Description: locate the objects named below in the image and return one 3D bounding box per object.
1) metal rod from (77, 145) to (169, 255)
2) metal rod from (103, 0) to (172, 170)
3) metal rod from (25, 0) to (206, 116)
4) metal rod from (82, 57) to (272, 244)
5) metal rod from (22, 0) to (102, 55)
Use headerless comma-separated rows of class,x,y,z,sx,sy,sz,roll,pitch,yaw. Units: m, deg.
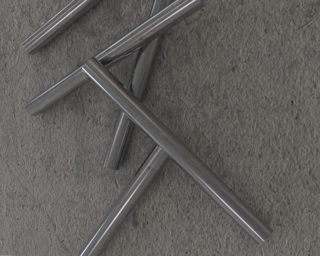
metal rod,-0.074,0.141,0.434,0.025,0.025,0.299,38,102,16
metal rod,-0.022,-0.087,0.416,0.025,0.025,0.298,20,97,19
metal rod,-0.076,-0.090,0.416,0.300,0.025,0.025,-26,81,25
metal rod,0.016,0.024,0.381,0.300,0.025,0.025,44,104,6
metal rod,-0.081,-0.199,0.437,0.300,0.025,0.025,-31,80,17
